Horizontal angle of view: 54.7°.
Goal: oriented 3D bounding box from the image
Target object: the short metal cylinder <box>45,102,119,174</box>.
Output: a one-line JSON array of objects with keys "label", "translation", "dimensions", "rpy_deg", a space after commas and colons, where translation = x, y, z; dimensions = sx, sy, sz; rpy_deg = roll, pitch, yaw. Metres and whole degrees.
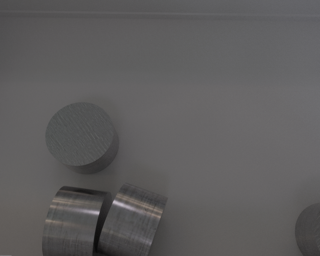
[{"label": "short metal cylinder", "translation": [-0.095, 0.014, 0.390], "dimensions": [0.081, 0.050, 0.080], "rpy_deg": [0, 70, 0]}]

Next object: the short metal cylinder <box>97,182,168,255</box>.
[{"label": "short metal cylinder", "translation": [-0.028, 0.107, 0.341], "dimensions": [0.050, 0.080, 0.080], "rpy_deg": [19, 71, 6]}]

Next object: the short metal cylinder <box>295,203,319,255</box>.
[{"label": "short metal cylinder", "translation": [0.204, 0.123, 0.353], "dimensions": [0.081, 0.050, 0.080], "rpy_deg": [0, 70, 0]}]

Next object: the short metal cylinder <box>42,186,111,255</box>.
[{"label": "short metal cylinder", "translation": [-0.087, 0.107, 0.341], "dimensions": [0.050, 0.080, 0.080], "rpy_deg": [7, 70, 3]}]
